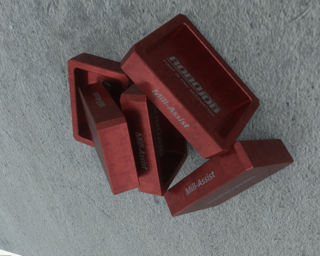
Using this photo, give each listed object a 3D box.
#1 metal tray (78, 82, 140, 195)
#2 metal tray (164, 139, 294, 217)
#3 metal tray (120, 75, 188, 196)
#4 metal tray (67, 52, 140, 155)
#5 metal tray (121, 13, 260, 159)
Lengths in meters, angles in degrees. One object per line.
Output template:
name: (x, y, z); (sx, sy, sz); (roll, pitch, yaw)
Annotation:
metal tray: (-0.064, 0.007, 0.371); (0.130, 0.030, 0.089); (-131, 29, -57)
metal tray: (0.076, 0.059, 0.362); (0.129, 0.091, 0.030); (-44, 58, 39)
metal tray: (-0.001, 0.003, 0.368); (0.030, 0.090, 0.129); (6, 122, 25)
metal tray: (-0.077, -0.029, 0.426); (0.090, 0.030, 0.129); (18, 126, 17)
metal tray: (0.035, -0.044, 0.317); (0.130, 0.090, 0.030); (47, 143, -6)
